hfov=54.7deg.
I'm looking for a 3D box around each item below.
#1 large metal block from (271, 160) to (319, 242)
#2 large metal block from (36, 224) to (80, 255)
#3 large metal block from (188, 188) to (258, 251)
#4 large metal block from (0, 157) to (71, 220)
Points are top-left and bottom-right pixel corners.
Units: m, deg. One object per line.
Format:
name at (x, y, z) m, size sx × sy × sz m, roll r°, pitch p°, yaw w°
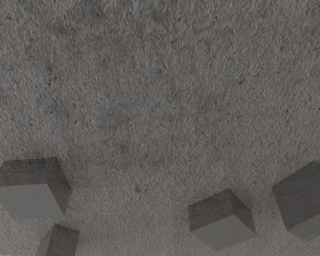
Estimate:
large metal block at (0.227, 0.110, 0.467) m, size 0.050 × 0.080 × 0.080 m, roll 30°, pitch 124°, yaw -23°
large metal block at (-0.196, 0.238, 0.572) m, size 0.050 × 0.080 × 0.080 m, roll 27°, pitch 125°, yaw -21°
large metal block at (0.105, 0.158, 0.526) m, size 0.080 × 0.050 × 0.080 m, roll -31°, pitch 124°, yaw 23°
large metal block at (-0.190, 0.093, 0.468) m, size 0.080 × 0.050 × 0.080 m, roll -4°, pitch 130°, yaw 3°
